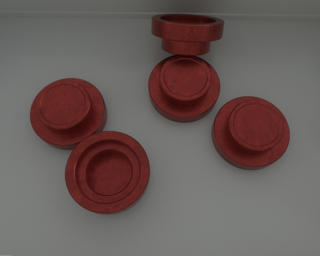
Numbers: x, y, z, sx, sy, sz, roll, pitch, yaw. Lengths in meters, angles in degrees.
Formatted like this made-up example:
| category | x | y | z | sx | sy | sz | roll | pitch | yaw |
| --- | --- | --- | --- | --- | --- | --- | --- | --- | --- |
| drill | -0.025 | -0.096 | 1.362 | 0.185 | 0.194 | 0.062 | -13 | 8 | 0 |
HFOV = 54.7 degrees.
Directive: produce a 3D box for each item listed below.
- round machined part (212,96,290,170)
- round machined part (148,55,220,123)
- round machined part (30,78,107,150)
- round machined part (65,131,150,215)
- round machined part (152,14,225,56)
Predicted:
| category | x | y | z | sx | sy | sz | roll | pitch | yaw |
| --- | --- | --- | --- | --- | --- | --- | --- | --- | --- |
| round machined part | 0.119 | 0.002 | 0.400 | 0.099 | 0.042 | 0.098 | 0 | 70 | 0 |
| round machined part | 0.033 | -0.060 | 0.422 | 0.099 | 0.042 | 0.098 | 0 | 70 | 0 |
| round machined part | -0.122 | -0.024 | 0.408 | 0.099 | 0.042 | 0.098 | 0 | 70 | 0 |
| round machined part | -0.061 | 0.056 | 0.380 | 0.099 | 0.042 | 0.098 | 0 | 70 | 0 |
| round machined part | 0.037 | -0.130 | 0.430 | 0.099 | 0.042 | 0.098 | 2 | 28 | -1 |
